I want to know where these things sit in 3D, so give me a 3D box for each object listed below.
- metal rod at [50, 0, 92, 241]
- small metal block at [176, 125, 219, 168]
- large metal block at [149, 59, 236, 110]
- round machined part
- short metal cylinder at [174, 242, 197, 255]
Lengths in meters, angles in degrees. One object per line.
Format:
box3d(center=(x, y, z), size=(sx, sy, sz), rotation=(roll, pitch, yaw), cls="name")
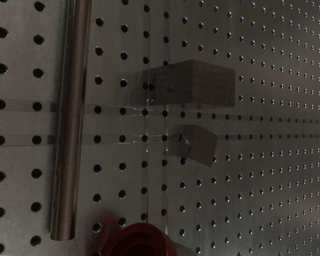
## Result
box3d(center=(-0.093, -0.034, 0.332), size=(0.025, 0.025, 0.298), rotation=(6, 86, -40), cls="metal rod")
box3d(center=(0.057, 0.027, 0.459), size=(0.050, 0.025, 0.050), rotation=(26, 74, -37), cls="small metal block")
box3d(center=(0.042, -0.053, 0.411), size=(0.081, 0.080, 0.050), rotation=(2, 89, -40), cls="large metal block")
box3d(center=(-0.021, 0.161, 0.347), size=(0.042, 0.098, 0.098), rotation=(46, 62, -36), cls="round machined part")
box3d(center=(0.006, 0.188, 0.401), size=(0.081, 0.050, 0.079), rotation=(0, 90, -40), cls="short metal cylinder")
